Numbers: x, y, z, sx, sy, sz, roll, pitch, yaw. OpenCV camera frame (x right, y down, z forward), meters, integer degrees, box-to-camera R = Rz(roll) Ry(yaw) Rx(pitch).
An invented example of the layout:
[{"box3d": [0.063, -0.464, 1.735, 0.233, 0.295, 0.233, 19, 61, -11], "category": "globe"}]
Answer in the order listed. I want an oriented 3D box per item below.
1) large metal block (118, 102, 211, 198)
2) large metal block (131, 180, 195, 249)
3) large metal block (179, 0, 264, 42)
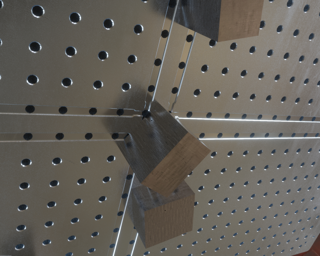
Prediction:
[{"box3d": [0.003, 0.026, 0.395, 0.080, 0.080, 0.050, -48, 129, 5], "category": "large metal block"}, {"box3d": [0.004, 0.127, 0.478, 0.081, 0.050, 0.079, -14, 124, -21], "category": "large metal block"}, {"box3d": [0.062, -0.143, 0.323, 0.050, 0.080, 0.079, -15, 125, -21], "category": "large metal block"}]
